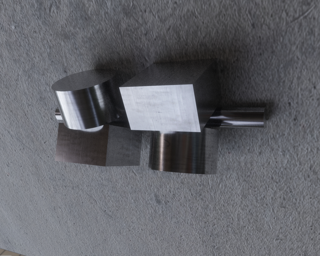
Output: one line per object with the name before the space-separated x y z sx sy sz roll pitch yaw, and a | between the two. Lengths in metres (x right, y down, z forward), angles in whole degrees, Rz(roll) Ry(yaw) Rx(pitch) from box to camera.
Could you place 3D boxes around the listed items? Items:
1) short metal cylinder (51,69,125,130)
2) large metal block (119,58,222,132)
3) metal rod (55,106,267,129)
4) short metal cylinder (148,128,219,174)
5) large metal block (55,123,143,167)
short metal cylinder | -0.090 -0.039 0.396 0.080 0.080 0.050 4 120 26
large metal block | 0.016 -0.038 0.340 0.080 0.080 0.050 2 119 27
metal rod | -0.018 -0.017 0.409 0.300 0.025 0.025 2 120 27
short metal cylinder | 0.028 0.026 0.366 0.080 0.080 0.050 2 85 27
large metal block | -0.081 0.023 0.422 0.080 0.080 0.050 2 86 26
